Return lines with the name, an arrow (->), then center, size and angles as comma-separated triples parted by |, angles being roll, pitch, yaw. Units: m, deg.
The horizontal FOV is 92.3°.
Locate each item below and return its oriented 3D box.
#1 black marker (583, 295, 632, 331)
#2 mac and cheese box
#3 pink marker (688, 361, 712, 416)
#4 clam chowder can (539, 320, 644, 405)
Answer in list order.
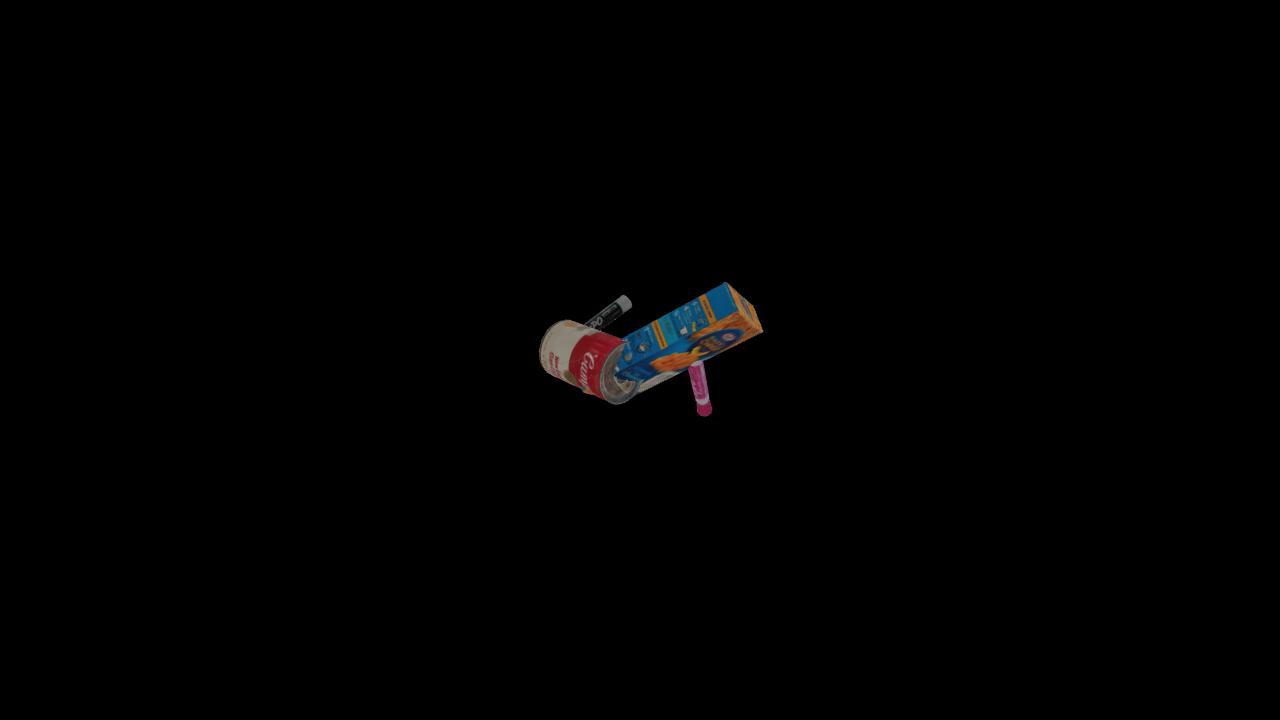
black marker -> -0.060, -0.036, 0.725 | 0.121, 0.020, 0.020 | -39, 15, -20
mac and cheese box -> 0.031, -0.013, 0.654 | 0.184, 0.041, 0.093 | -27, -22, 20
pink marker -> 0.069, 0.028, 0.712 | 0.020, 0.020, 0.121 | 0, -38, 15
clam chowder can -> -0.052, 0.000, 0.662 | 0.102, 0.068, 0.068 | 22, 14, 39
